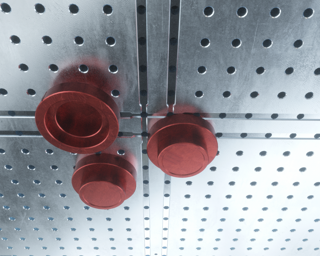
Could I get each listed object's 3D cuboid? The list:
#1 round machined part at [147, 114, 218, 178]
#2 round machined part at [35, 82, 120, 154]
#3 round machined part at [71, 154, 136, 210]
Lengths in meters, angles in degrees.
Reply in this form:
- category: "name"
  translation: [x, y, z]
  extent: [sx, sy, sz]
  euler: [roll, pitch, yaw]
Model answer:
- category: "round machined part"
  translation: [0.031, 0.031, 0.427]
  extent: [0.099, 0.042, 0.097]
  euler: [0, 130, 0]
- category: "round machined part"
  translation: [-0.099, -0.017, 0.385]
  extent: [0.099, 0.042, 0.097]
  euler: [0, 130, 0]
- category: "round machined part"
  translation: [-0.086, 0.088, 0.474]
  extent: [0.099, 0.042, 0.097]
  euler: [0, 130, 0]
